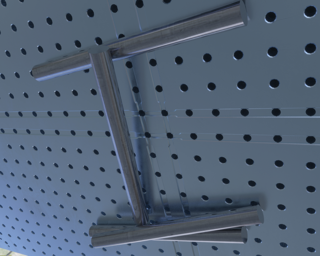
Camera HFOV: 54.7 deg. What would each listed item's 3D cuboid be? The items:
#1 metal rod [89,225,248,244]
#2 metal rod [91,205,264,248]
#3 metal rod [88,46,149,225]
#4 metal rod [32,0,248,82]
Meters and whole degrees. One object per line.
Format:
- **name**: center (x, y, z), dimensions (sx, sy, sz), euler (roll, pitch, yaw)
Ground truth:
- **metal rod**: center (-0.004, 0.176, 0.520), dimensions (0.300, 0.025, 0.025), euler (-11, 113, 32)
- **metal rod**: center (0.010, 0.158, 0.483), dimensions (0.300, 0.025, 0.025), euler (-20, 108, 29)
- **metal rod**: center (-0.051, 0.032, 0.438), dimensions (0.025, 0.025, 0.298), euler (8, 127, 24)
- **metal rod**: center (-0.047, -0.095, 0.375), dimensions (0.300, 0.025, 0.025), euler (-7, 115, 31)
